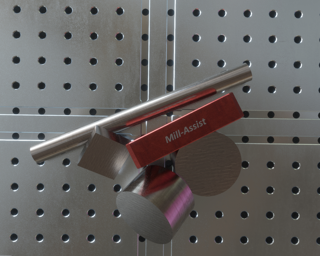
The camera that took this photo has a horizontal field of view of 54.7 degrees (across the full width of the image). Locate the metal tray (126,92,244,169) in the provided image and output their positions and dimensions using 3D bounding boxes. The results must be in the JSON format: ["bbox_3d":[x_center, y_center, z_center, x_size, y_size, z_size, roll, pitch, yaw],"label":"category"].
[{"bbox_3d":[0.027,0.002,0.377,0.131,0.090,0.030,-26,90,0],"label":"metal tray"}]

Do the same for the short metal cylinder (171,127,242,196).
[{"bbox_3d":[0.056,0.040,0.393,0.081,0.050,0.079,-1,99,-4],"label":"short metal cylinder"}]

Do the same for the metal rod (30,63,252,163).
[{"bbox_3d":[-0.024,-0.020,0.409,0.301,0.025,0.025,-21,90,0],"label":"metal rod"}]

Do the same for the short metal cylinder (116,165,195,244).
[{"bbox_3d":[-0.006,0.092,0.375,0.080,0.080,0.050,47,49,0],"label":"short metal cylinder"}]

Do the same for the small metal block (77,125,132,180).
[{"bbox_3d":[-0.070,0.032,0.396,0.050,0.025,0.050,26,106,-19],"label":"small metal block"}]
